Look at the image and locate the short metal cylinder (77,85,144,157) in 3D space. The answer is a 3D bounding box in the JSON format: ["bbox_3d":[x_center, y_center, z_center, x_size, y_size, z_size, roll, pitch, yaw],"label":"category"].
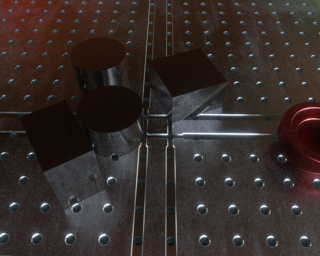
[{"bbox_3d":[-0.061,-0.009,0.399,0.080,0.050,0.080,0,50,0],"label":"short metal cylinder"}]

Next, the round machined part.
[{"bbox_3d":[0.196,0.017,0.384,0.099,0.042,0.098,0,50,0],"label":"round machined part"}]

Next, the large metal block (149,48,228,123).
[{"bbox_3d":[0.038,-0.063,0.444,0.081,0.050,0.080,-18,52,-15],"label":"large metal block"}]

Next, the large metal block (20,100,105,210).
[{"bbox_3d":[-0.107,0.030,0.346,0.050,0.080,0.080,-25,55,-20],"label":"large metal block"}]

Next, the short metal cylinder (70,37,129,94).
[{"bbox_3d":[-0.090,-0.093,0.469,0.081,0.050,0.080,0,50,0],"label":"short metal cylinder"}]
